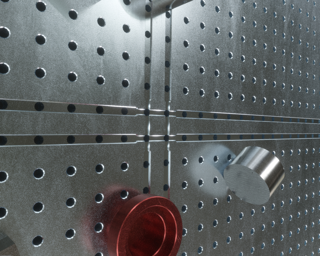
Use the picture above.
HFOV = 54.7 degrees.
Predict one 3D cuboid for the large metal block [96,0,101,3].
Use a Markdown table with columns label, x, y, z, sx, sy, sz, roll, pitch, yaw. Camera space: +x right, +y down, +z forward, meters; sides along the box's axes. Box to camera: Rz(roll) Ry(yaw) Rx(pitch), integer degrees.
| label | x | y | z | sx | sy | sz | roll | pitch | yaw |
| --- | --- | --- | --- | --- | --- | --- | --- | --- | --- |
| large metal block | -0.063 | -0.203 | 0.339 | 0.080 | 0.050 | 0.080 | 45 | 63 | -31 |

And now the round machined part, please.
| label | x | y | z | sx | sy | sz | roll | pitch | yaw |
| --- | --- | --- | --- | --- | --- | --- | --- | --- | --- |
| round machined part | -0.022 | 0.130 | 0.380 | 0.099 | 0.042 | 0.097 | 0 | 90 | -40 |

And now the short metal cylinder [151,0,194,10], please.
| label | x | y | z | sx | sy | sz | roll | pitch | yaw |
| --- | --- | --- | --- | --- | --- | --- | --- | --- | --- |
| short metal cylinder | 0.021 | -0.205 | 0.410 | 0.081 | 0.050 | 0.079 | 0 | 90 | -40 |

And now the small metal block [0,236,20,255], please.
| label | x | y | z | sx | sy | sz | roll | pitch | yaw |
| --- | --- | --- | --- | --- | --- | --- | --- | --- | --- |
| small metal block | -0.152 | 0.137 | 0.282 | 0.050 | 0.025 | 0.050 | -25 | 106 | -37 |

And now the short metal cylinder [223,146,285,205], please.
| label | x | y | z | sx | sy | sz | roll | pitch | yaw |
| --- | --- | --- | --- | --- | --- | --- | --- | --- | --- |
| short metal cylinder | 0.151 | 0.076 | 0.500 | 0.050 | 0.080 | 0.080 | -39 | 114 | -33 |
